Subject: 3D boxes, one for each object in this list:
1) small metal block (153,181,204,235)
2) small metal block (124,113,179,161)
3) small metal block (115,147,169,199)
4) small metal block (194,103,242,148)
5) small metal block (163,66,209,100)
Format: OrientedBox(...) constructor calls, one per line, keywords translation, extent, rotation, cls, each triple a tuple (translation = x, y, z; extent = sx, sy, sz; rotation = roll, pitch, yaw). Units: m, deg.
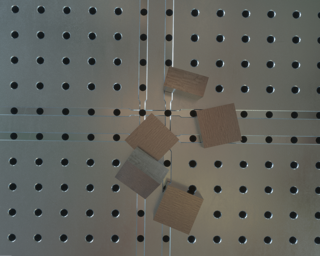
OrientedBox(translation=(0.024, 0.106, 0.414), extent=(0.050, 0.025, 0.050), rotation=(23, 90, -1), cls="small metal block")
OrientedBox(translation=(-0.010, 0.015, 0.413), extent=(0.050, 0.025, 0.050), rotation=(45, 90, -1), cls="small metal block")
OrientedBox(translation=(-0.024, 0.059, 0.399), extent=(0.050, 0.050, 0.025), rotation=(36, 48, -1), cls="small metal block")
OrientedBox(translation=(0.077, -0.003, 0.414), extent=(0.050, 0.025, 0.050), rotation=(-12, 90, -1), cls="small metal block")
OrientedBox(translation=(0.032, -0.057, 0.401), extent=(0.050, 0.050, 0.025), rotation=(16, 90, -1), cls="small metal block")
